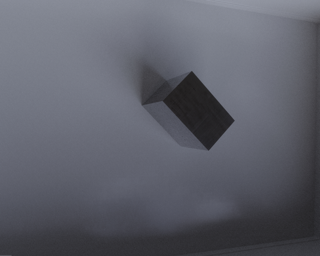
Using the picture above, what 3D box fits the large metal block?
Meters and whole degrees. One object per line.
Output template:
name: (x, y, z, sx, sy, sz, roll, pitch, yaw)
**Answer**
large metal block: (0.033, -0.019, 0.393, 0.080, 0.080, 0.050, 47, 76, -14)
